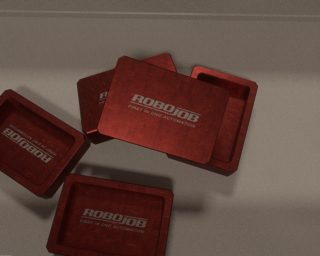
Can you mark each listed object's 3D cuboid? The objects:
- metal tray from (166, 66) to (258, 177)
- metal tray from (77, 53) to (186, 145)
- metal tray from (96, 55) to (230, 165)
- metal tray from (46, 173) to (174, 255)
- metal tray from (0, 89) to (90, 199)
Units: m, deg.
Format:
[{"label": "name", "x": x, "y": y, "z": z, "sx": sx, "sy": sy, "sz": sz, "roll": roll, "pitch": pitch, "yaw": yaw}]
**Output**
[{"label": "metal tray", "x": 0.069, "y": -0.011, "z": 0.411, "sx": 0.090, "sy": 0.030, "sz": 0.130, "roll": 17, "pitch": 71, "yaw": 6}, {"label": "metal tray", "x": -0.037, "y": -0.040, "z": 0.401, "sx": 0.131, "sy": 0.030, "sz": 0.090, "roll": -17, "pitch": 57, "yaw": 1}, {"label": "metal tray", "x": 0.004, "y": -0.019, "z": 0.356, "sx": 0.131, "sy": 0.030, "sz": 0.090, "roll": 17, "pitch": 88, "yaw": -6}, {"label": "metal tray", "x": -0.055, "y": 0.110, "z": 0.366, "sx": 0.131, "sy": 0.030, "sz": 0.090, "roll": 9, "pitch": 70, "yaw": 3}, {"label": "metal tray", "x": -0.170, "y": 0.019, "z": 0.397, "sx": 0.130, "sy": 0.030, "sz": 0.090, "roll": 31, "pitch": 73, "yaw": 10}]
